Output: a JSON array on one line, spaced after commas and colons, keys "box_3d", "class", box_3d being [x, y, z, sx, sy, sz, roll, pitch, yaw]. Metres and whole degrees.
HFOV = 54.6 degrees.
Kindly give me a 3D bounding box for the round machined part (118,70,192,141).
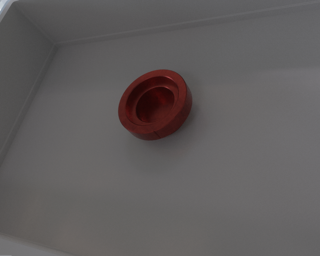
[{"box_3d": [-0.003, -0.026, 0.413, 0.098, 0.042, 0.098, -13, 56, 21], "class": "round machined part"}]
